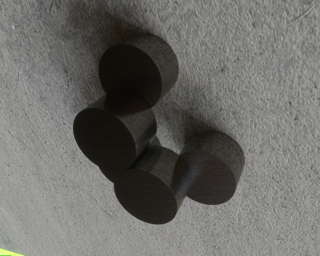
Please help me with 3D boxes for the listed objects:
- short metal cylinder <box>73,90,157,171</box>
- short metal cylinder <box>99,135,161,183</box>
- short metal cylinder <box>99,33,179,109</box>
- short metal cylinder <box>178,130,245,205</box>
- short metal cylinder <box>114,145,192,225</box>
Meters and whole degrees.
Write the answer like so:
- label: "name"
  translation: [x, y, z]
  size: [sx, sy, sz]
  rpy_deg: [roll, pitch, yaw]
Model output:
- label: "short metal cylinder"
  translation: [-0.051, 0.003, 0.355]
  size: [0.080, 0.050, 0.079]
  rpy_deg: [13, 124, 21]
- label: "short metal cylinder"
  translation: [-0.043, 0.039, 0.439]
  size: [0.080, 0.050, 0.079]
  rpy_deg: [13, 124, 21]
- label: "short metal cylinder"
  translation: [-0.024, -0.066, 0.365]
  size: [0.080, 0.050, 0.079]
  rpy_deg: [13, 124, 21]
- label: "short metal cylinder"
  translation: [0.061, 0.049, 0.390]
  size: [0.080, 0.050, 0.079]
  rpy_deg: [13, 124, 21]
- label: "short metal cylinder"
  translation: [-0.007, 0.068, 0.372]
  size: [0.080, 0.050, 0.079]
  rpy_deg: [13, 124, 20]
